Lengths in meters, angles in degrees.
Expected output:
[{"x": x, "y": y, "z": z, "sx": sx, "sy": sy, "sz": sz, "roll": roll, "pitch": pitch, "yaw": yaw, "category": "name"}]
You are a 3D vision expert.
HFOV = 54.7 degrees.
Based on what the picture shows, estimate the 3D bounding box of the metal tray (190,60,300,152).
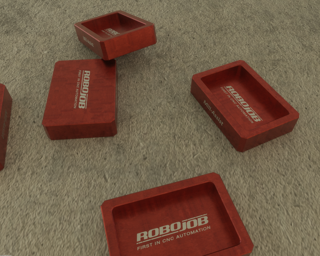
[{"x": 0.112, "y": -0.036, "z": 0.430, "sx": 0.091, "sy": 0.030, "sz": 0.130, "roll": -20, "pitch": 53, "yaw": -16, "category": "metal tray"}]

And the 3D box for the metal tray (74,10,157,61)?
[{"x": -0.076, "y": -0.156, "z": 0.506, "sx": 0.091, "sy": 0.030, "sz": 0.130, "roll": -25, "pitch": 38, "yaw": -20, "category": "metal tray"}]

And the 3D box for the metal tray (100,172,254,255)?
[{"x": 0.014, "y": 0.103, "z": 0.312, "sx": 0.131, "sy": 0.030, "sz": 0.090, "roll": -13, "pitch": 51, "yaw": -11, "category": "metal tray"}]

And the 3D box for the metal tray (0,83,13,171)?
[{"x": -0.246, "y": 0.002, "z": 0.396, "sx": 0.091, "sy": 0.030, "sz": 0.130, "roll": -9, "pitch": 51, "yaw": -8, "category": "metal tray"}]

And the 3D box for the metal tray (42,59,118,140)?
[{"x": -0.107, "y": -0.045, "z": 0.437, "sx": 0.091, "sy": 0.030, "sz": 0.130, "roll": -3, "pitch": 50, "yaw": -3, "category": "metal tray"}]
